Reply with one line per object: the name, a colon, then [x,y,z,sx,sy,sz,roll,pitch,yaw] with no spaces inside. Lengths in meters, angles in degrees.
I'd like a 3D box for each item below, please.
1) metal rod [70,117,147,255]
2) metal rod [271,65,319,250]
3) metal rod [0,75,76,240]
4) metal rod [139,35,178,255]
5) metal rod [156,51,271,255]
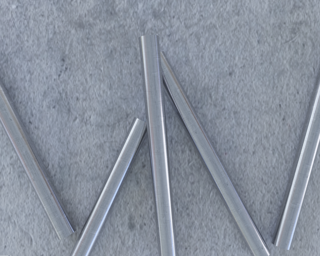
metal rod: [-0.086,0.126,0.408,0.025,0.025,0.299,25,90,-1]
metal rod: [0.201,0.012,0.412,0.025,0.025,0.298,16,90,-1]
metal rod: [-0.188,0.006,0.407,0.025,0.025,0.299,-26,90,0]
metal rod: [-0.001,0.035,0.396,0.025,0.025,0.298,-5,95,0]
metal rod: [0.065,0.037,0.410,0.025,0.025,0.299,-28,90,0]
